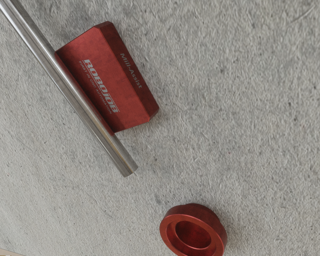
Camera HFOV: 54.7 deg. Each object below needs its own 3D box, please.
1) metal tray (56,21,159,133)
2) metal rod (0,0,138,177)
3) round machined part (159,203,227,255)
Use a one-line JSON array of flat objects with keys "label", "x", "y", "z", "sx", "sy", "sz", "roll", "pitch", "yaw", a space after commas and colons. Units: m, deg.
[{"label": "metal tray", "x": -0.070, "y": -0.059, "z": 0.404, "sx": 0.090, "sy": 0.030, "sz": 0.130, "roll": -18, "pitch": 109, "yaw": 35}, {"label": "metal rod", "x": -0.122, "y": -0.061, "z": 0.393, "sx": 0.025, "sy": 0.025, "sz": 0.299, "roll": -25, "pitch": 105, "yaw": 37}, {"label": "round machined part", "x": 0.052, "y": 0.152, "z": 0.462, "sx": 0.098, "sy": 0.042, "sz": 0.097, "roll": 13, "pitch": 124, "yaw": 21}]
